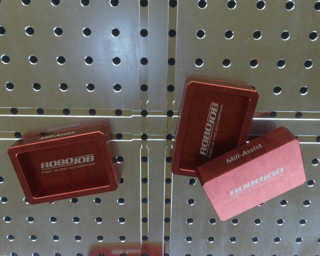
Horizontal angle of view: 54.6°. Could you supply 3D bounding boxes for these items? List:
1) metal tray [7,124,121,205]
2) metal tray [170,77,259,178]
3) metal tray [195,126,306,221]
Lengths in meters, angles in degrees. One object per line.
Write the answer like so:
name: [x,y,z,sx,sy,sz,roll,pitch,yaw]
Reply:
metal tray: [-0.128,0.051,0.428,0.131,0.030,0.090,-10,110,3]
metal tray: [0.068,0.004,0.412,0.091,0.030,0.129,8,110,-3]
metal tray: [0.123,0.063,0.414,0.130,0.030,0.090,-27,126,3]
